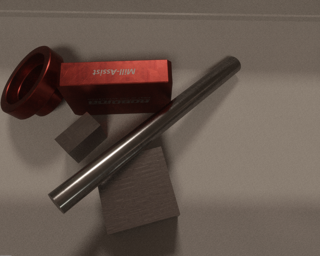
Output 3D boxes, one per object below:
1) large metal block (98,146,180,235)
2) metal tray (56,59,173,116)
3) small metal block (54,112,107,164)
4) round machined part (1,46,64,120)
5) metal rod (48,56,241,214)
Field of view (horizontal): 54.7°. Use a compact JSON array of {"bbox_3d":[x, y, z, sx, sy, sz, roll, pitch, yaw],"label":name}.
[{"bbox_3d":[-0.027,0.076,0.368,0.081,0.050,0.080,-14,71,-6],"label":"large metal block"},{"bbox_3d":[-0.052,-0.048,0.392,0.131,0.090,0.030,-2,70,-1],"label":"metal tray"},{"bbox_3d":[-0.098,0.013,0.390,0.025,0.050,0.050,43,75,14],"label":"small metal block"},{"bbox_3d":[-0.157,-0.054,0.402,0.098,0.042,0.098,-21,53,30],"label":"round machined part"},{"bbox_3d":[0.002,-0.008,0.374,0.025,0.025,0.302,44,61,14],"label":"metal rod"}]
